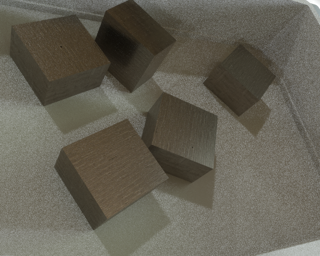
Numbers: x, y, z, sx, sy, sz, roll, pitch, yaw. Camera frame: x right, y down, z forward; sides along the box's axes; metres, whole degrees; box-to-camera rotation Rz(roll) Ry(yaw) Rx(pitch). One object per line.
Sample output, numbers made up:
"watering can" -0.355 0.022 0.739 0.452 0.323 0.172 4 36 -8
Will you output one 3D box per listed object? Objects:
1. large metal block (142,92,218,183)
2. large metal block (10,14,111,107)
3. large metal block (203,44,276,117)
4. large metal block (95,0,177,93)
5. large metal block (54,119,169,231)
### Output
"large metal block" 0.023 0.013 0.394 0.080 0.050 0.080 23 53 -15
"large metal block" -0.121 -0.084 0.375 0.081 0.050 0.080 -28 77 -37
"large metal block" 0.131 -0.079 0.508 0.080 0.050 0.080 43 51 1
"large metal block" -0.038 -0.108 0.415 0.080 0.080 0.050 44 51 1
"large metal block" -0.053 0.048 0.332 0.081 0.050 0.080 -28 77 -37
